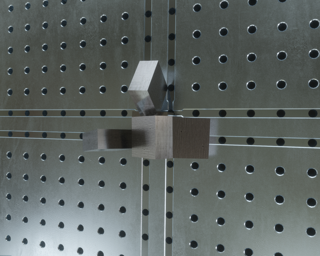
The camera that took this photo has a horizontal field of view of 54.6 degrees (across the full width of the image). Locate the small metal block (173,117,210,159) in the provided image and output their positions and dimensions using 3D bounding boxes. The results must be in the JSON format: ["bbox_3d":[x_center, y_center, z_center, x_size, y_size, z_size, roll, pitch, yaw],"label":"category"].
[{"bbox_3d":[0.034,0.012,0.389,0.050,0.025,0.050,2,91,-11],"label":"small metal block"}]

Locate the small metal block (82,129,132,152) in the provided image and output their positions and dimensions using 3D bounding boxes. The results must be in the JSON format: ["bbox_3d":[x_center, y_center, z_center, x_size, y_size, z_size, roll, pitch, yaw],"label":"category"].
[{"bbox_3d":[-0.070,0.017,0.414,0.050,0.050,0.025,-12,78,54],"label":"small metal block"}]

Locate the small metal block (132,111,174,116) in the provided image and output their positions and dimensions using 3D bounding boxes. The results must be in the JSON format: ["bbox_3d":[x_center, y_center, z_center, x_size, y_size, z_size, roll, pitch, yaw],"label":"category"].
[{"bbox_3d":[-0.010,0.003,0.417,0.050,0.025,0.050,3,91,20],"label":"small metal block"}]

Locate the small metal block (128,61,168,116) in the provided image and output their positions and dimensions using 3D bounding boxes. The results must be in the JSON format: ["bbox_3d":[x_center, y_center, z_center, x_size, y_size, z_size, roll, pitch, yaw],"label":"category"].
[{"bbox_3d":[-0.014,-0.050,0.394,0.025,0.050,0.050,3,55,21],"label":"small metal block"}]

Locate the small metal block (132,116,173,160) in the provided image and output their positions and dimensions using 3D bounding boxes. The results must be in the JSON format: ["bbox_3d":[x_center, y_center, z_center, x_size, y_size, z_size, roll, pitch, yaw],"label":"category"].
[{"bbox_3d":[-0.010,0.011,0.378,0.050,0.025,0.050,-1,90,53],"label":"small metal block"}]
